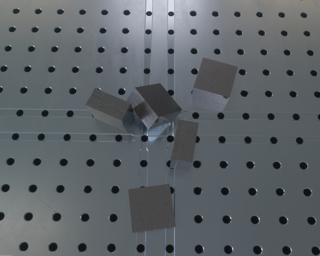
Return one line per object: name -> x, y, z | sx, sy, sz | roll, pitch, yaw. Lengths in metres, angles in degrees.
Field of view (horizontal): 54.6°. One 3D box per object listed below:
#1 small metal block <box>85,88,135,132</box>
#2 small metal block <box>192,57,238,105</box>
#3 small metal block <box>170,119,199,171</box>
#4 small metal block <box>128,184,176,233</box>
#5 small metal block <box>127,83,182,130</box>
small metal block -> -0.063, -0.022, 0.406 | 0.050, 0.050, 0.025 | 23, 75, 8
small metal block -> 0.077, -0.066, 0.436 | 0.050, 0.025, 0.050 | 17, 71, 6
small metal block -> 0.030, 0.023, 0.390 | 0.025, 0.050, 0.050 | 10, 70, 4
small metal block -> -0.010, 0.098, 0.376 | 0.050, 0.025, 0.050 | -7, 70, -3
small metal block -> -0.007, -0.030, 0.409 | 0.050, 0.025, 0.050 | -19, 65, -48
